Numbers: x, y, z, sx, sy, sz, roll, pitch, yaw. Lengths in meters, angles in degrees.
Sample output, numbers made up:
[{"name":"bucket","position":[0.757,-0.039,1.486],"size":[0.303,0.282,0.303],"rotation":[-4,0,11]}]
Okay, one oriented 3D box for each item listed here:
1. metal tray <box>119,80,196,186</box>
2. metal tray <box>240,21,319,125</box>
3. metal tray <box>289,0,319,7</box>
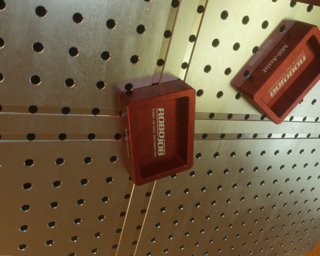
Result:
[{"name":"metal tray","position":[-0.001,0.008,0.411],"size":[0.091,0.030,0.129],"rotation":[-15,125,-20]},{"name":"metal tray","position":[0.192,-0.078,0.462],"size":[0.090,0.030,0.130],"rotation":[33,100,-38]},{"name":"metal tray","position":[0.144,-0.197,0.325],"size":[0.030,0.090,0.130],"rotation":[-39,129,-1]}]
